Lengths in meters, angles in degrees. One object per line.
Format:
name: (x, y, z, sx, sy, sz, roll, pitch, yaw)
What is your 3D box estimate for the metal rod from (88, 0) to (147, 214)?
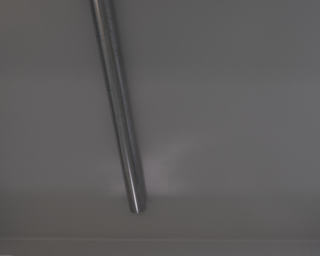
metal rod: (-0.051, -0.021, 0.402, 0.025, 0.025, 0.298, -7, 110, 2)
